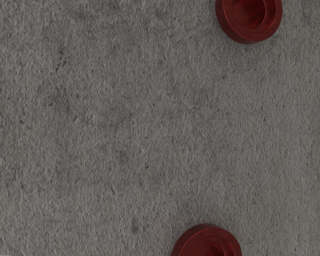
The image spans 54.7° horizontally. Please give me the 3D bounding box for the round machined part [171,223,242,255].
[{"bbox_3d":[0.059,0.178,0.422,0.099,0.042,0.097,0,90,-20],"label":"round machined part"}]

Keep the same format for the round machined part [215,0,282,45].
[{"bbox_3d":[0.122,-0.168,0.444,0.099,0.042,0.097,0,90,-20],"label":"round machined part"}]
